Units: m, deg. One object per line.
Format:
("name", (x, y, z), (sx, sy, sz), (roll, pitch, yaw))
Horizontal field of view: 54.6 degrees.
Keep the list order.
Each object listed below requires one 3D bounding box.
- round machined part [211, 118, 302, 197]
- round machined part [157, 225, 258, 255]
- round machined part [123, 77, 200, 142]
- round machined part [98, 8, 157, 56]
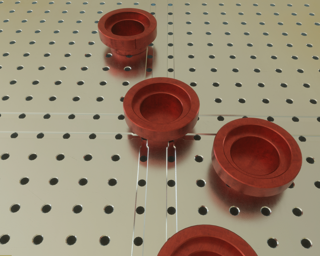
("round machined part", (0.110, 0.038, 0.366), (0.099, 0.042, 0.098), (0, 50, 0))
("round machined part", (0.042, 0.142, 0.278), (0.099, 0.042, 0.098), (0, 50, 0))
("round machined part", (0.002, -0.020, 0.414), (0.099, 0.042, 0.098), (0, 50, 0))
("round machined part", (-0.054, -0.162, 0.532), (0.099, 0.042, 0.098), (0, 50, 0))
